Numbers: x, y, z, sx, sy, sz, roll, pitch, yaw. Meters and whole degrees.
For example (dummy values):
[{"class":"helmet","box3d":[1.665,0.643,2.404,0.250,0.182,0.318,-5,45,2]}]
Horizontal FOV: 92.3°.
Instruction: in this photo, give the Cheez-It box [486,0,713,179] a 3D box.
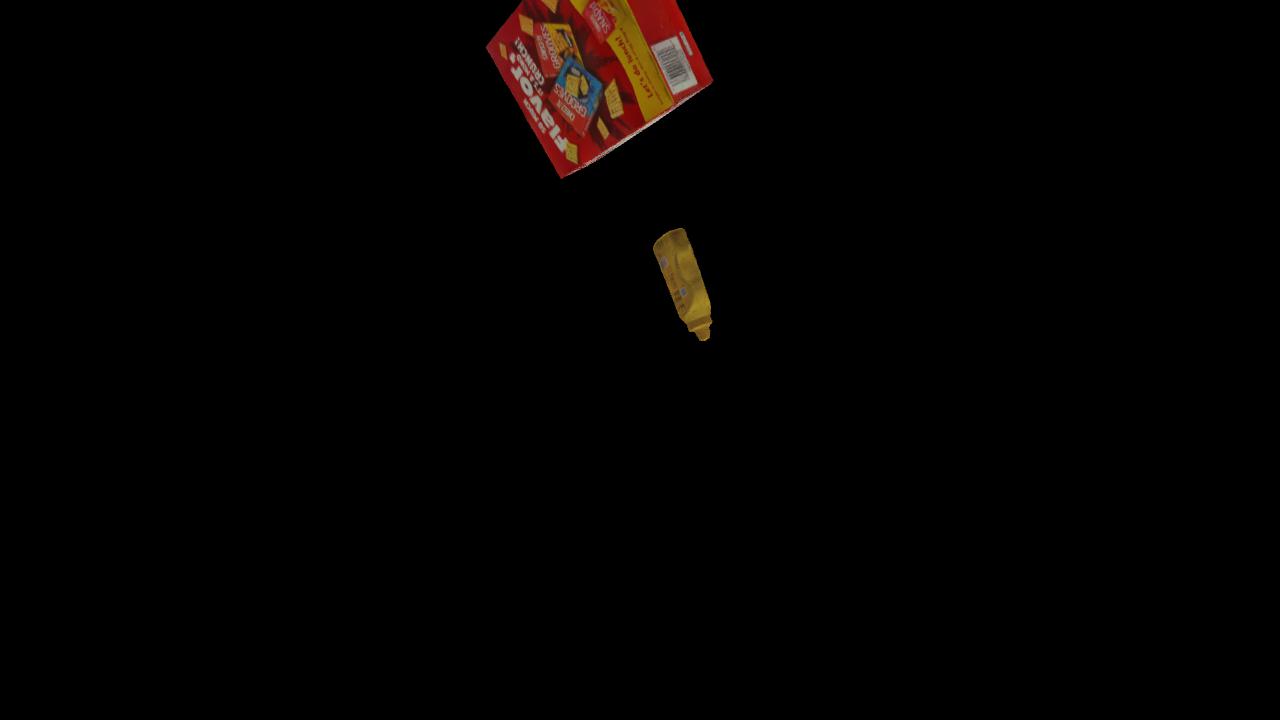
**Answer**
[{"class":"Cheez-It box","box3d":[-0.050,-0.305,0.635,0.071,0.166,0.223,-39,17,-32]}]

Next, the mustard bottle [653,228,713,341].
[{"class":"mustard bottle","box3d":[0.077,-0.118,1.023,0.054,0.184,0.092,-17,-7,-23]}]
